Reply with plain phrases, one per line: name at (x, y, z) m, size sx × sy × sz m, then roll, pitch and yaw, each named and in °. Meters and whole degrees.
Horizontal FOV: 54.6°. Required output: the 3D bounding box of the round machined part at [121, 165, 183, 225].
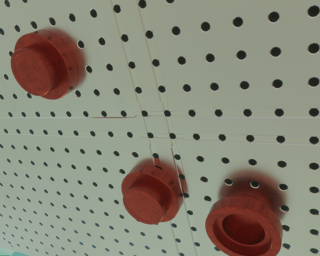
round machined part at (-0.018, 0.109, 0.478) m, size 0.098 × 0.042 × 0.097 m, roll 13°, pitch 124°, yaw 21°

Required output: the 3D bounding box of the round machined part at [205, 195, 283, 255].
round machined part at (0.115, 0.131, 0.421) m, size 0.098 × 0.042 × 0.097 m, roll 13°, pitch 124°, yaw 21°

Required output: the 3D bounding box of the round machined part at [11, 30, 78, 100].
round machined part at (-0.169, -0.084, 0.438) m, size 0.098 × 0.042 × 0.097 m, roll 13°, pitch 124°, yaw 21°
